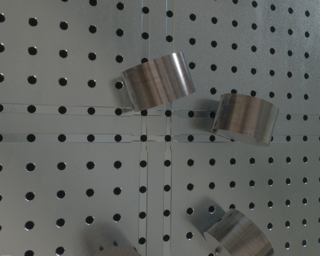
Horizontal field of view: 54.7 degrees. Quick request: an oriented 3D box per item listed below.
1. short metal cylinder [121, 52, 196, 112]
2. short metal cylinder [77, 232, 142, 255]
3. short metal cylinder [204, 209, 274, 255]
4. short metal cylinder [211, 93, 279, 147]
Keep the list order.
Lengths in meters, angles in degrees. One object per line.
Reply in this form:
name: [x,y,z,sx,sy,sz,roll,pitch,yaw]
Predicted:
short metal cylinder: [-0.002,-0.056,0.383,0.081,0.080,0.050,-21,97,-19]
short metal cylinder: [-0.060,0.175,0.377,0.081,0.050,0.079,0,90,-20]
short metal cylinder: [0.106,0.158,0.423,0.050,0.080,0.080,-36,102,-16]
short metal cylinder: [0.116,-0.010,0.426,0.081,0.080,0.050,19,84,-19]
